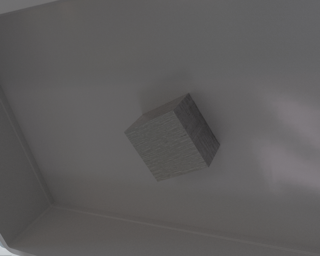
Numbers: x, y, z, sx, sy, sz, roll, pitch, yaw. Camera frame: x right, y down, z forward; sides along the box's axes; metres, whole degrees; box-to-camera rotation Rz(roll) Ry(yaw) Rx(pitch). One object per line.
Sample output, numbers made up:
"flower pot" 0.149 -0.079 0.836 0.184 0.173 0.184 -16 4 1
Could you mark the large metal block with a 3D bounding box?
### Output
"large metal block" 0.016 0.014 0.393 0.080 0.050 0.080 -23 106 36
